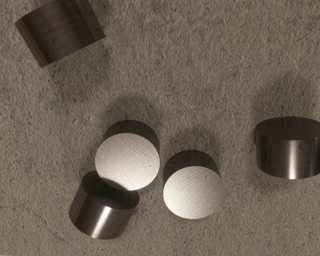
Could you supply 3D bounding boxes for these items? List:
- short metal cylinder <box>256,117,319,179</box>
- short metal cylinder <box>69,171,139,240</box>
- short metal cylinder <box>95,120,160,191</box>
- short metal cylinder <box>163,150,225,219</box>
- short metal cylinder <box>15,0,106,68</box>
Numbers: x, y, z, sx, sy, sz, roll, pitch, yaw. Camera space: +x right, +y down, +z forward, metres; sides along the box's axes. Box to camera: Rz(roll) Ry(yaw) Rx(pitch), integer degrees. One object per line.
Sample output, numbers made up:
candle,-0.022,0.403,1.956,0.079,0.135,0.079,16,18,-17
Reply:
short metal cylinder,0.164,0.022,0.391,0.080,0.080,0.050,-7,110,2
short metal cylinder,-0.075,0.102,0.417,0.080,0.080,0.050,23,108,-9
short metal cylinder,-0.041,0.035,0.409,0.081,0.050,0.079,0,110,-1
short metal cylinder,0.044,0.076,0.425,0.081,0.050,0.079,0,110,-1
short metal cylinder,-0.107,-0.106,0.340,0.080,0.080,0.050,-23,109,8
